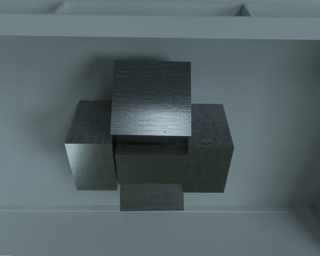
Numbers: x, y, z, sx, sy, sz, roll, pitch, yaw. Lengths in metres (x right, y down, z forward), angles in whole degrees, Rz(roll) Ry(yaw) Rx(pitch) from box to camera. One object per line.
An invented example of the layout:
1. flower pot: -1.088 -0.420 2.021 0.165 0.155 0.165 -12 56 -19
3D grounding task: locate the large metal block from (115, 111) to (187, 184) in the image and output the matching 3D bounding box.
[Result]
1. large metal block: -0.010 0.023 0.391 0.081 0.080 0.050 1 130 -1

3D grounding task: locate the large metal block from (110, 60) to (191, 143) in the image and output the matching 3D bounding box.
1. large metal block: -0.009 -0.026 0.341 0.081 0.080 0.050 1 168 -1

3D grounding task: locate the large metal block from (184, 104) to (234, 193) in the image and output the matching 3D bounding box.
1. large metal block: 0.055 0.025 0.393 0.050 0.080 0.079 1 130 -1

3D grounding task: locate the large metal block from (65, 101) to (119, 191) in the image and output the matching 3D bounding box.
1. large metal block: -0.078 0.021 0.389 0.050 0.080 0.079 0 130 -1

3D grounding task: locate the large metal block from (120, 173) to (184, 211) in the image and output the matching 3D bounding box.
1. large metal block: -0.011 0.081 0.431 0.081 0.080 0.050 0 88 -2
